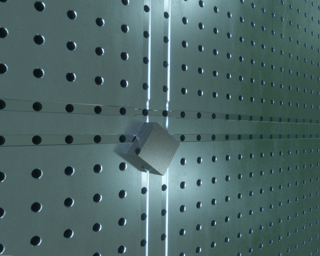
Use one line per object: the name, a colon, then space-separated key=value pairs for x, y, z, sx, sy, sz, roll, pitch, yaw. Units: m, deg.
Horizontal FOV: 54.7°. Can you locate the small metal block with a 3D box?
small metal block: x=-0.008 y=0.027 z=0.405 sx=0.050 sy=0.025 sz=0.050 roll=43 pitch=64 yaw=-32
